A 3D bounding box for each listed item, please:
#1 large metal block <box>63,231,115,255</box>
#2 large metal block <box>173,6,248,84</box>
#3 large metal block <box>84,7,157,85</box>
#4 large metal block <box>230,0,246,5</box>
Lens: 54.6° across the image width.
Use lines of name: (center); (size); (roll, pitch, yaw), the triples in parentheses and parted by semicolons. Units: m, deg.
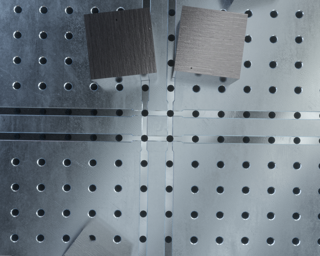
large metal block: (-0.090, 0.185, 0.385); (0.080, 0.080, 0.050); (38, 90, 0)
large metal block: (0.062, -0.104, 0.401); (0.080, 0.050, 0.080); (7, 90, 0)
large metal block: (-0.048, -0.103, 0.401); (0.080, 0.050, 0.080); (-6, 90, 0)
large metal block: (0.125, -0.219, 0.401); (0.080, 0.050, 0.080); (-17, 90, 0)
